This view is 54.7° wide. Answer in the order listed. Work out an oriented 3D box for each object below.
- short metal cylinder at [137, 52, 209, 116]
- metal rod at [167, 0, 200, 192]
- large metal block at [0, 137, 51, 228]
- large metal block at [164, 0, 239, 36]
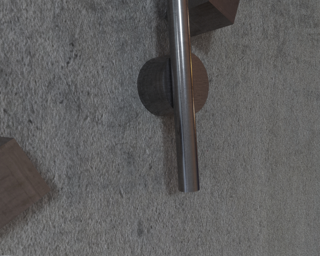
[{"bbox_3d":[0.018,-0.056,0.403,0.081,0.050,0.080,0,90,-40],"label":"short metal cylinder"},{"bbox_3d":[0.025,-0.075,0.359,0.025,0.025,0.298,-6,94,-40],"label":"metal rod"},{"bbox_3d":[-0.148,0.050,0.245,0.080,0.080,0.050,-40,115,-33],"label":"large metal block"},{"bbox_3d":[0.061,-0.179,0.419,0.050,0.080,0.080,26,74,-37],"label":"large metal block"}]
